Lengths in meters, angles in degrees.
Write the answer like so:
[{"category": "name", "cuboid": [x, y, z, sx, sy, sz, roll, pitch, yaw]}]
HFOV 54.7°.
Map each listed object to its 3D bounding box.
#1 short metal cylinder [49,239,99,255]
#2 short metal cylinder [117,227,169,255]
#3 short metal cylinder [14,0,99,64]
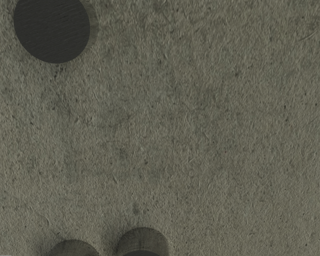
[{"category": "short metal cylinder", "cuboid": [-0.137, 0.221, 0.477, 0.081, 0.050, 0.079, 0, 110, 0]}, {"category": "short metal cylinder", "cuboid": [-0.026, 0.200, 0.470, 0.081, 0.050, 0.079, 0, 110, 0]}, {"category": "short metal cylinder", "cuboid": [-0.115, -0.117, 0.352, 0.081, 0.050, 0.079, 0, 110, 0]}]
